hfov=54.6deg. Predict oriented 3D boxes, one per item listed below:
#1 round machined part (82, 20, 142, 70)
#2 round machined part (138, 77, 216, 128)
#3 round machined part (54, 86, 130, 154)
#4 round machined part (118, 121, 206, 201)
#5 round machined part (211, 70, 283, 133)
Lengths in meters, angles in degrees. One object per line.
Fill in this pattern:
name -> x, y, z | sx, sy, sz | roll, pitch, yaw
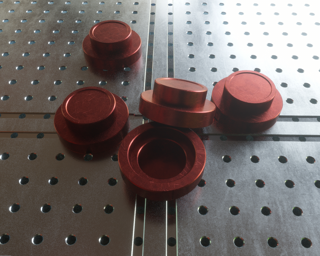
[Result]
round machined part -> -0.081, -0.144, 0.517 | 0.099, 0.042, 0.098 | 0, 50, 0
round machined part -> 0.024, -0.037, 0.400 | 0.099, 0.042, 0.098 | 8, 20, -3
round machined part -> -0.091, -0.018, 0.411 | 0.099, 0.042, 0.098 | 0, 50, 0
round machined part -> 0.002, 0.041, 0.362 | 0.099, 0.042, 0.098 | 0, 50, 0
round machined part -> 0.122, -0.044, 0.434 | 0.099, 0.042, 0.098 | 0, 50, 0
